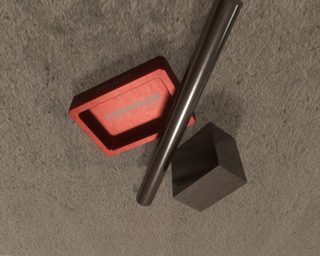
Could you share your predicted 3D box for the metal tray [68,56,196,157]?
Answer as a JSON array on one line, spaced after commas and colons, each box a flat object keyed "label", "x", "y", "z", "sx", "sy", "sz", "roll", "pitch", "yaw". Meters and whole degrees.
[{"label": "metal tray", "x": -0.033, "y": -0.022, "z": 0.384, "sx": 0.130, "sy": 0.030, "sz": 0.090, "roll": -22, "pitch": 127, "yaw": 17}]

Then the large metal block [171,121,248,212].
[{"label": "large metal block", "x": 0.061, "y": 0.052, "z": 0.417, "sx": 0.050, "sy": 0.080, "sz": 0.080, "roll": 33, "pitch": 123, "yaw": -25}]

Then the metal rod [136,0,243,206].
[{"label": "metal rod", "x": 0.019, "y": -0.004, "z": 0.363, "sx": 0.025, "sy": 0.025, "sz": 0.298, "roll": 12, "pitch": 129, "yaw": -11}]
